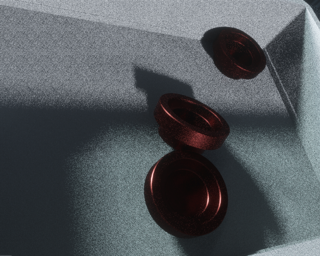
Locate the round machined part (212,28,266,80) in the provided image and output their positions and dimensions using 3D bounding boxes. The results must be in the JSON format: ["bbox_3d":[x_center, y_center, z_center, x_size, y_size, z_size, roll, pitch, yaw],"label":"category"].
[{"bbox_3d":[0.134,-0.125,0.545,0.099,0.042,0.098,14,56,-21],"label":"round machined part"}]

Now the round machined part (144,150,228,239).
[{"bbox_3d":[0.027,0.078,0.361,0.099,0.042,0.098,13,58,-21],"label":"round machined part"}]

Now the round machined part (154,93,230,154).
[{"bbox_3d":[0.037,-0.002,0.401,0.099,0.042,0.098,21,27,-11],"label":"round machined part"}]
